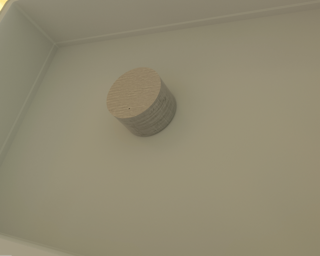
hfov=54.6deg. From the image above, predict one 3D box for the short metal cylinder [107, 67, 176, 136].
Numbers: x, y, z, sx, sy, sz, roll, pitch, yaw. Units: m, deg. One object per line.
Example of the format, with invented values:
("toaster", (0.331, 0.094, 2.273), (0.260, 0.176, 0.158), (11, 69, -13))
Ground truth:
("short metal cylinder", (-0.025, -0.035, 0.423), (0.080, 0.050, 0.080), (-13, 56, 21))
